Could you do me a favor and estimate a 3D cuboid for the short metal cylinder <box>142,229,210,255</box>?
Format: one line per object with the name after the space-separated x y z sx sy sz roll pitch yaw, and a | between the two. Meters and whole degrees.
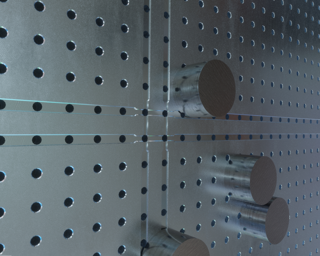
0.021 0.181 0.413 0.081 0.050 0.079 0 90 -40 | short metal cylinder

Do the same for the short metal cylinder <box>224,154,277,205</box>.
0.154 0.086 0.526 0.081 0.050 0.079 0 90 -40 | short metal cylinder

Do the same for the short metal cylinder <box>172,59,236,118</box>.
0.065 -0.055 0.449 0.081 0.050 0.079 0 90 -40 | short metal cylinder

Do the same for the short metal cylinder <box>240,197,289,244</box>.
0.188 0.160 0.554 0.081 0.050 0.079 0 90 -40 | short metal cylinder
